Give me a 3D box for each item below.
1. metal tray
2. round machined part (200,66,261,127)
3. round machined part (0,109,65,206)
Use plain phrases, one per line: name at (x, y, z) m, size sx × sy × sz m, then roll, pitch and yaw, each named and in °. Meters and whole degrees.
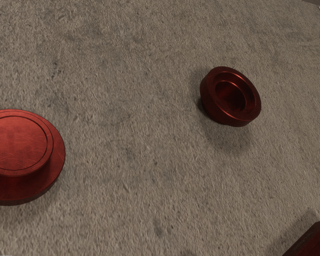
metal tray at (0.214, 0.188, 0.403) m, size 0.131 × 0.030 × 0.090 m, roll -21°, pitch 73°, yaw -36°
round machined part at (0.103, -0.044, 0.477) m, size 0.099 × 0.042 × 0.098 m, roll 14°, pitch 56°, yaw -21°
round machined part at (-0.143, 0.022, 0.303) m, size 0.099 × 0.042 × 0.098 m, roll 14°, pitch 56°, yaw -21°
